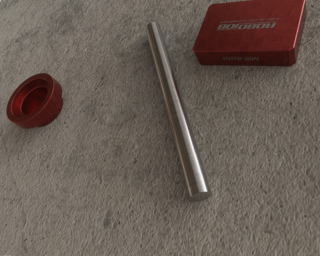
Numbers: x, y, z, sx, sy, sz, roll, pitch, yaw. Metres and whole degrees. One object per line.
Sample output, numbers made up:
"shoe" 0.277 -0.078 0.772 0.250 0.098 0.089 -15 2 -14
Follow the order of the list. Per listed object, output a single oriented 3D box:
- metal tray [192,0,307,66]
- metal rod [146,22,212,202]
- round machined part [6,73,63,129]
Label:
"metal tray" 0.119 -0.129 0.417 0.130 0.030 0.090 8 65 31
"metal rod" 0.016 -0.044 0.421 0.025 0.025 0.299 -23 53 14
"round machined part" -0.205 -0.041 0.523 0.098 0.042 0.098 -13 56 20
